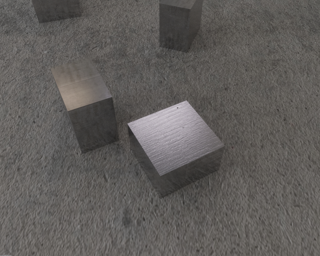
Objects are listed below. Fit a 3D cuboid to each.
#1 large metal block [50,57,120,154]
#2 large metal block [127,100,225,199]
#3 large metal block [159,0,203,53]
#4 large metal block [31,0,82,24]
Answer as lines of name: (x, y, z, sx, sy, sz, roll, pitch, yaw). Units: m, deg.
large metal block: (-0.093, -0.028, 0.391, 0.050, 0.080, 0.080, -21, 53, -16)
large metal block: (0.017, 0.023, 0.367, 0.081, 0.050, 0.080, -23, 54, -18)
large metal block: (0.037, -0.189, 0.526, 0.050, 0.080, 0.080, 16, 52, 13)
large metal block: (-0.203, -0.252, 0.597, 0.081, 0.050, 0.080, -15, 52, -12)
